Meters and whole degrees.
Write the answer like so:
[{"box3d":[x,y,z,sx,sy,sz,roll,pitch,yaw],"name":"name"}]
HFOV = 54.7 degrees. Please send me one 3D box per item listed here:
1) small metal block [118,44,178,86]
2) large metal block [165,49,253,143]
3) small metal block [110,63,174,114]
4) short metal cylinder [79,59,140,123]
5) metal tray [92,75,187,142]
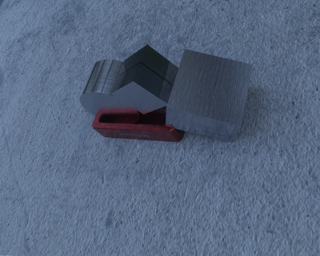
[{"box3d":[-0.013,-0.066,0.370,0.050,0.050,0.025,-17,49,51],"name":"small metal block"},{"box3d":[0.056,-0.037,0.364,0.080,0.050,0.080,15,67,6],"name":"large metal block"},{"box3d":[-0.021,-0.044,0.359,0.050,0.050,0.025,-17,49,51],"name":"small metal block"},{"box3d":[-0.060,-0.046,0.413,0.080,0.080,0.050,1,63,29],"name":"short metal cylinder"},{"box3d":[-0.023,-0.030,0.433,0.130,0.030,0.090,2,63,29],"name":"metal tray"}]
